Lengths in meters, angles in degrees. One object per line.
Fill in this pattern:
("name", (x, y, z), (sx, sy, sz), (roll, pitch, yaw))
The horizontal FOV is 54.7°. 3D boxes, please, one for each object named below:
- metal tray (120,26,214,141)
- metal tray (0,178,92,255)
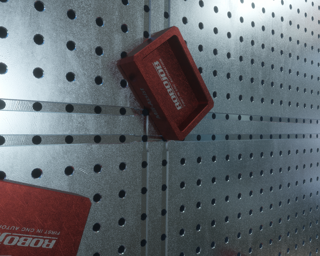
("metal tray", (0.015, -0.058, 0.420), (0.090, 0.030, 0.130), (-45, 117, -31))
("metal tray", (-0.139, 0.098, 0.291), (0.131, 0.030, 0.090), (24, 75, -38))
